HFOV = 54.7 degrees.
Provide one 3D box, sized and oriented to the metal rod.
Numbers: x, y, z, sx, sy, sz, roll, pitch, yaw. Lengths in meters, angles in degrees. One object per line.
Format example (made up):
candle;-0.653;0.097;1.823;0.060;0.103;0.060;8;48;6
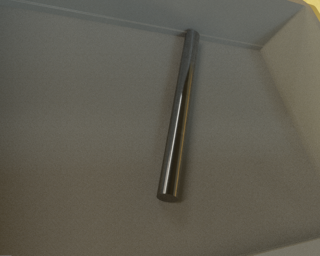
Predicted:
metal rod;0.032;-0.038;0.447;0.025;0.025;0.300;22;53;-15
